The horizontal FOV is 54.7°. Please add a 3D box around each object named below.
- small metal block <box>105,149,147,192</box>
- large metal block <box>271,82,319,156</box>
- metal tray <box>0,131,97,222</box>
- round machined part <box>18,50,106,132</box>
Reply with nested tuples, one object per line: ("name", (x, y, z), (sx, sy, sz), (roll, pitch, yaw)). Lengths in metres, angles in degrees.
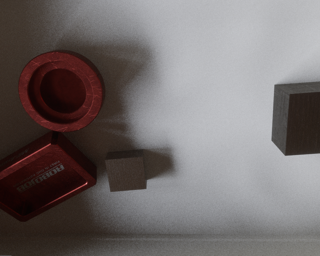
("small metal block", (-0.046, 0.059, 0.433), (0.050, 0.025, 0.050), (-5, 110, 1))
("large metal block", (0.193, -0.014, 0.396), (0.081, 0.050, 0.079), (-4, 110, 1))
("metal tray", (-0.163, 0.068, 0.417), (0.130, 0.030, 0.090), (-29, 126, 9))
("round machined part", (-0.117, -0.047, 0.383), (0.099, 0.042, 0.097), (0, 110, -1))
